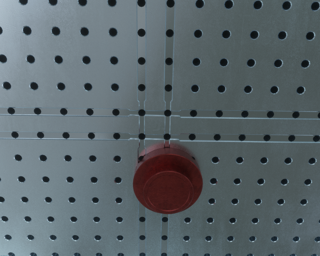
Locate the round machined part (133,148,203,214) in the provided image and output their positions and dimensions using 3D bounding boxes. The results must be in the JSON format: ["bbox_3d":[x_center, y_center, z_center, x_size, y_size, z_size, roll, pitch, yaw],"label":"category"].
[{"bbox_3d":[0.011,0.081,0.434,0.099,0.042,0.097,0,110,-1],"label":"round machined part"}]
